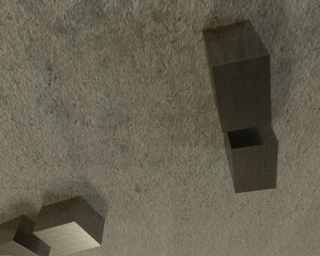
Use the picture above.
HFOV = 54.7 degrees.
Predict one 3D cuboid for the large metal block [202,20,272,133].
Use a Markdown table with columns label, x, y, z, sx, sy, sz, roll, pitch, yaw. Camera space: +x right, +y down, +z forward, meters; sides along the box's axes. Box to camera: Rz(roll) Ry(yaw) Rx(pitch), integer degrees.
| label | x | y | z | sx | sy | sz | roll | pitch | yaw |
| --- | --- | --- | --- | --- | --- | --- | --- | --- | --- |
| large metal block | 0.080 | -0.055 | 0.325 | 0.050 | 0.080 | 0.080 | -11 | 129 | 9 |

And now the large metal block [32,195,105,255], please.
| label | x | y | z | sx | sy | sz | roll | pitch | yaw |
| --- | --- | --- | --- | --- | --- | --- | --- | --- | --- |
| large metal block | -0.153 | 0.169 | 0.533 | 0.080 | 0.050 | 0.080 | -18 | 128 | 15 |

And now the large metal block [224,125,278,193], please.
| label | x | y | z | sx | sy | sz | roll | pitch | yaw |
| --- | --- | --- | --- | --- | --- | --- | --- | --- | --- |
| large metal block | 0.111 | 0.023 | 0.392 | 0.050 | 0.080 | 0.080 | -9 | 130 | 8 |

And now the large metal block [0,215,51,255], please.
| label | x | y | z | sx | sy | sz | roll | pitch | yaw |
| --- | --- | --- | --- | --- | --- | --- | --- | --- | --- |
| large metal block | -0.259 | 0.212 | 0.569 | 0.080 | 0.050 | 0.080 | -25 | 126 | 19 |
